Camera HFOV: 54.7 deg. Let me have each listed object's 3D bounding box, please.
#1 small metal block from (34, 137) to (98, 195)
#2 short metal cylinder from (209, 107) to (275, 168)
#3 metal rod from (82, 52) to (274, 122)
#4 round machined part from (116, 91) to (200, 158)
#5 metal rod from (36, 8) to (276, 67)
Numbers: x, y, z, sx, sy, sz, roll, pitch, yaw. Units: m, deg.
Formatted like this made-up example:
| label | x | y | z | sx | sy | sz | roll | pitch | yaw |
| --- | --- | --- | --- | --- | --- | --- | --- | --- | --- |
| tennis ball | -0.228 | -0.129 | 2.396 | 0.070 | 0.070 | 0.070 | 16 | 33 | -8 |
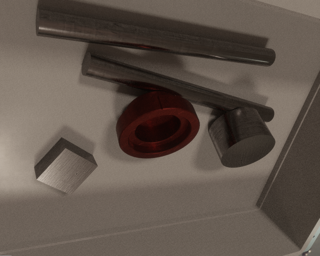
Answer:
| label | x | y | z | sx | sy | sz | roll | pitch | yaw |
| --- | --- | --- | --- | --- | --- | --- | --- | --- | --- |
| small metal block | -0.114 | 0.047 | 0.377 | 0.050 | 0.025 | 0.050 | -47 | 130 | 4 |
| short metal cylinder | 0.118 | 0.015 | 0.452 | 0.081 | 0.050 | 0.080 | -12 | 144 | -9 |
| metal rod | 0.047 | -0.044 | 0.408 | 0.302 | 0.025 | 0.025 | 11 | 113 | -33 |
| round machined part | -0.005 | -0.007 | 0.378 | 0.099 | 0.042 | 0.097 | -12 | 145 | -8 |
| metal rod | 0.019 | -0.098 | 0.359 | 0.303 | 0.025 | 0.025 | 0 | 119 | -29 |
